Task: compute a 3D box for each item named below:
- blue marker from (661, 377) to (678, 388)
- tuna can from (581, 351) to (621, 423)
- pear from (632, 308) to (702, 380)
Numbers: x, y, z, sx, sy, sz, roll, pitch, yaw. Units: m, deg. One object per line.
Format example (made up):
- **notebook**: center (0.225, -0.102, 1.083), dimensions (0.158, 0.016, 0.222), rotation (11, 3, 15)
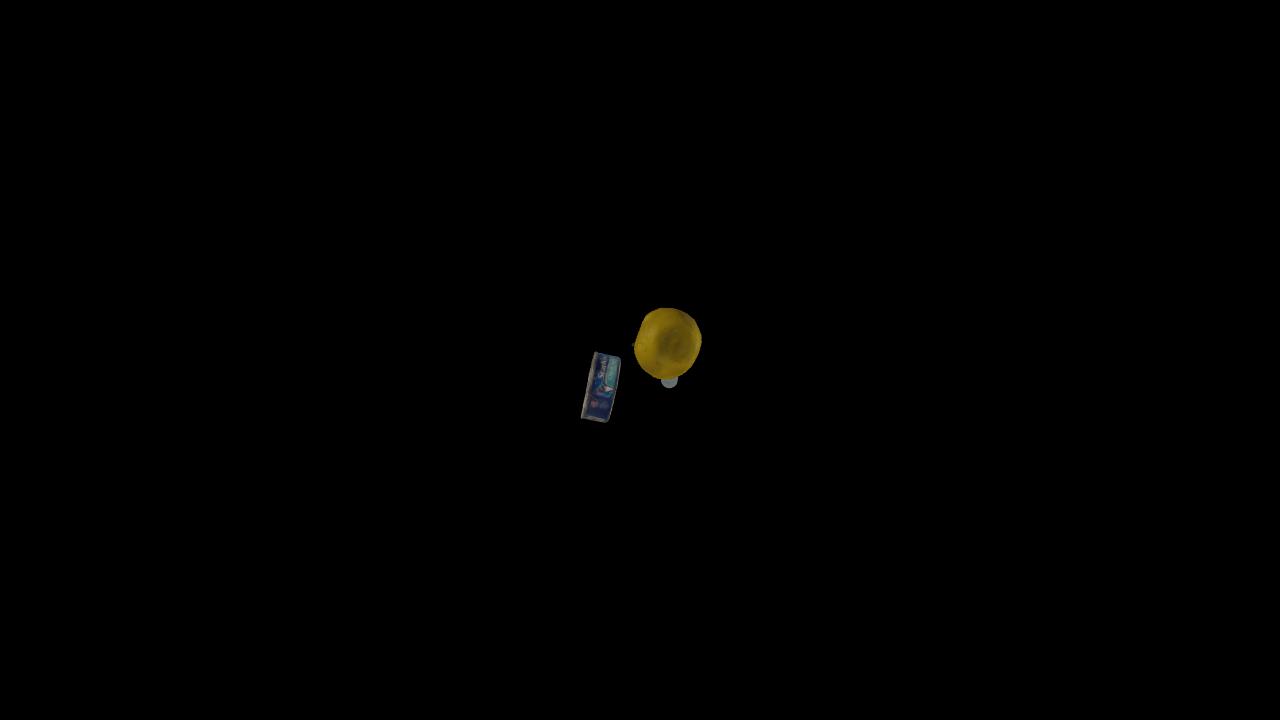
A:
- **blue marker**: center (0.041, 0.005, 0.752), dimensions (0.020, 0.020, 0.121), rotation (0, 18, 8)
- **tuna can**: center (-0.048, 0.034, 0.751), dimensions (0.034, 0.084, 0.084), rotation (12, -1, -6)
- **pear**: center (0.023, -0.022, 0.704), dimensions (0.080, 0.080, 0.111), rotation (0, 11, -19)
